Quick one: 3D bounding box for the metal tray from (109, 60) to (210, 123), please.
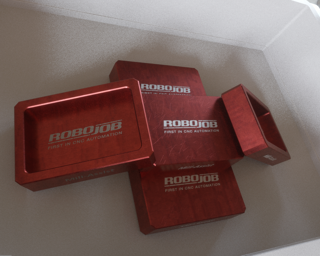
[{"bbox_3d":[0.003,-0.043,0.427,0.131,0.030,0.090,0,62,-29],"label":"metal tray"}]

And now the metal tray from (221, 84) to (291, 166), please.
[{"bbox_3d":[0.137,0.000,0.434,0.131,0.030,0.090,20,49,-54],"label":"metal tray"}]

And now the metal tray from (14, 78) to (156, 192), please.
[{"bbox_3d":[-0.077,0.006,0.316,0.131,0.030,0.090,-12,66,-2],"label":"metal tray"}]

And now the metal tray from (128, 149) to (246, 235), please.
[{"bbox_3d":[0.033,0.070,0.373,0.131,0.030,0.090,0,62,-29],"label":"metal tray"}]

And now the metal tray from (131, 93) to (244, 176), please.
[{"bbox_3d":[0.031,0.005,0.375,0.131,0.030,0.090,-1,62,-29],"label":"metal tray"}]
